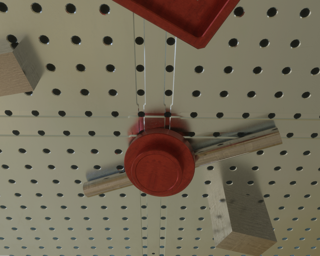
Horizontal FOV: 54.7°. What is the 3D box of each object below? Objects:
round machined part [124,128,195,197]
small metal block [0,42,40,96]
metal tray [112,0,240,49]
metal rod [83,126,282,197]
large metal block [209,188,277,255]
[{"bbox_3d":[-0.002,0.053,0.424,0.099,0.042,0.097,3,110,7],"label":"round machined part"},{"bbox_3d":[-0.175,-0.066,0.353,0.050,0.025,0.050,-9,130,7],"label":"small metal block"},{"bbox_3d":[0.010,-0.143,0.286,0.131,0.030,0.089,24,126,-20],"label":"metal tray"},{"bbox_3d":[0.024,0.054,0.458,0.301,0.025,0.025,-18,128,14],"label":"metal rod"},{"bbox_3d":[0.133,0.155,0.510,0.081,0.080,0.050,18,128,-15],"label":"large metal block"}]
